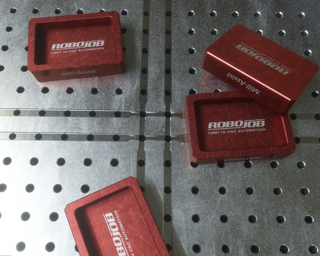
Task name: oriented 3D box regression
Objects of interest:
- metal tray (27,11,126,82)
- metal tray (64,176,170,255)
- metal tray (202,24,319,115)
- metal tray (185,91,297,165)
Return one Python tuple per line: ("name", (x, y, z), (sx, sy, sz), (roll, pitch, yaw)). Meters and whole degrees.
("metal tray", (-0.120, -0.120, 0.451), (0.131, 0.030, 0.090), (-6, 70, -3))
("metal tray", (-0.044, 0.133, 0.359), (0.091, 0.030, 0.130), (-23, 72, -9))
("metal tray", (0.135, -0.083, 0.421), (0.130, 0.030, 0.090), (35, 57, 18))
("metal tray", (0.102, -0.003, 0.411), (0.131, 0.030, 0.090), (-4, 70, -2))
